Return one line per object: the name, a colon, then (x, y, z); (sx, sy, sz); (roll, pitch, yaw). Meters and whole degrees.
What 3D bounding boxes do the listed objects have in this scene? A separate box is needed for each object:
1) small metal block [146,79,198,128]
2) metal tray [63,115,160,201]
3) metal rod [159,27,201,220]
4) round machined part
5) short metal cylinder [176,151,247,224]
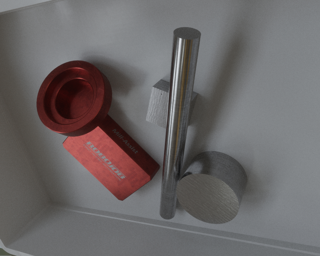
small metal block: (0.014, -0.026, 0.384); (0.050, 0.025, 0.050); (23, 127, 14)
metal tray: (-0.076, 0.042, 0.469); (0.130, 0.030, 0.090); (45, 129, -4)
metal rod: (0.018, 0.023, 0.382); (0.025, 0.025, 0.298); (19, 135, 16)
round machined part: (-0.107, -0.036, 0.408); (0.098, 0.042, 0.098); (-4, 74, 16)
short metal cylinder: (0.068, 0.077, 0.404); (0.080, 0.050, 0.079); (13, 124, 20)
